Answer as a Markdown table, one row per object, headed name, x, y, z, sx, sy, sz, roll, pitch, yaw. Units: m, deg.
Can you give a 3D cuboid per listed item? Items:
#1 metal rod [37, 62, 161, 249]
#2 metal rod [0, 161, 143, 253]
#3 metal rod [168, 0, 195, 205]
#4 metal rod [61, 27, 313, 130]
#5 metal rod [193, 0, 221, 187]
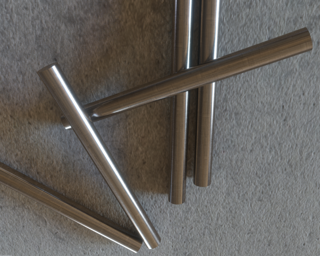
| name | x | y | z | sx | sy | sz | roll | pitch | yaw |
| --- | --- | --- | --- | --- | --- | --- | --- | --- | --- |
| metal rod | -0.067 | 0.054 | 0.407 | 0.025 | 0.025 | 0.299 | -22 | 117 | 7 |
| metal rod | -0.157 | 0.102 | 0.444 | 0.301 | 0.025 | 0.025 | 32 | 107 | -12 |
| metal rod | 0.026 | -0.036 | 0.396 | 0.025 | 0.025 | 0.298 | 0 | 110 | -1 |
| metal rod | 0.017 | -0.051 | 0.364 | 0.301 | 0.025 | 0.025 | -17 | 110 | 16 |
| metal rod | 0.059 | -0.063 | 0.387 | 0.025 | 0.025 | 0.298 | -1 | 110 | 0 |
